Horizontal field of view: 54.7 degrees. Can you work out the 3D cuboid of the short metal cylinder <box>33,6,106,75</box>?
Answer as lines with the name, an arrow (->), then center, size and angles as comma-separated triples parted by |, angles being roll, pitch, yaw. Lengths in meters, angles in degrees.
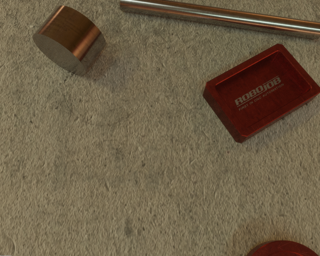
short metal cylinder -> -0.122, -0.117, 0.420 | 0.080, 0.080, 0.050 | 27, 72, 9

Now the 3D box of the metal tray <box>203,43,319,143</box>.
metal tray -> 0.137, -0.049, 0.425 | 0.131, 0.030, 0.090 | -29, 73, -11

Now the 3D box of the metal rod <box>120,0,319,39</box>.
metal rod -> 0.090, -0.170, 0.471 | 0.302, 0.025, 0.025 | 9, 70, 3

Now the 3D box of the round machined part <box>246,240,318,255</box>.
round machined part -> 0.133, 0.174, 0.337 | 0.099, 0.042, 0.098 | 0, 70, -1
